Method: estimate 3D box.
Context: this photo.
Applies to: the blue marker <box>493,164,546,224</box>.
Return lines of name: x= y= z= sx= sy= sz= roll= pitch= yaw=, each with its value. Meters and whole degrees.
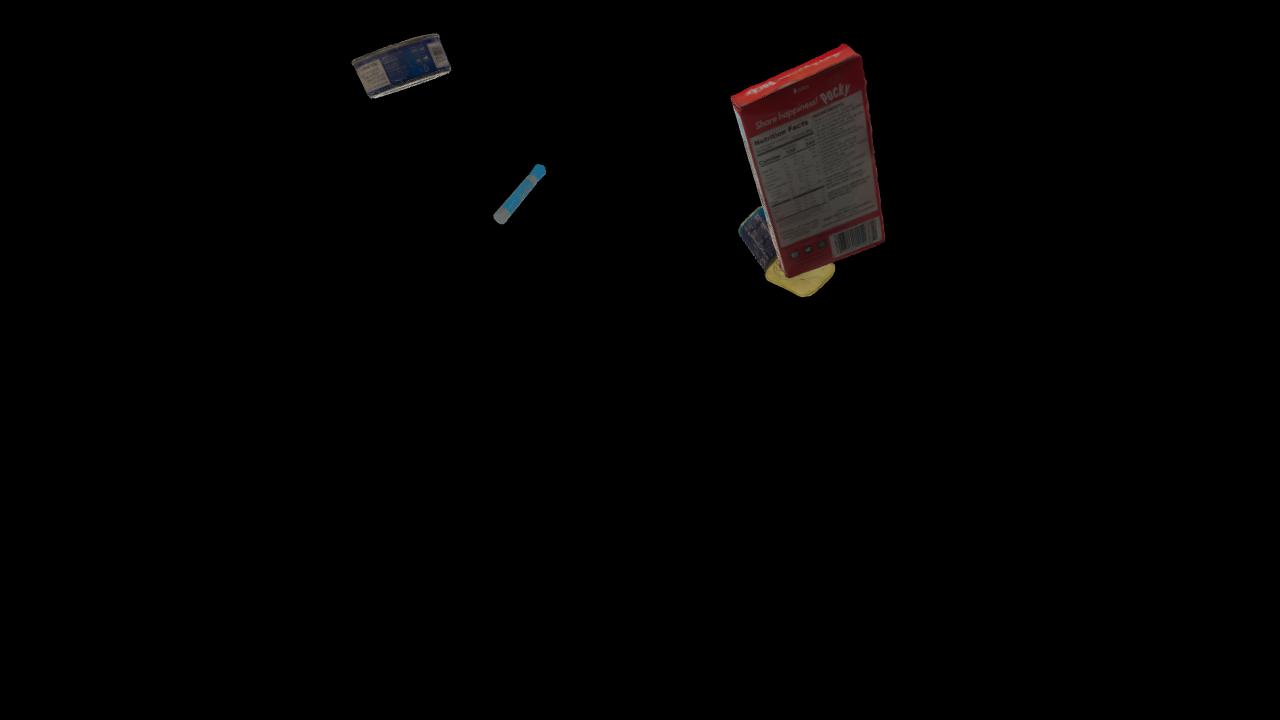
blue marker: x=-0.168 y=-0.238 z=0.870 sx=0.020 sy=0.121 sz=0.020 roll=21 pitch=-32 yaw=14

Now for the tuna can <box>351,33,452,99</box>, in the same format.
tuna can: x=-0.221 y=-0.275 z=0.577 sx=0.084 sy=0.034 sz=0.084 roll=-15 pitch=27 yaw=8

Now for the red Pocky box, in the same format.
red Pocky box: x=0.126 y=-0.135 z=0.445 sx=0.083 sy=0.028 sz=0.155 roll=-20 pitch=-46 yaw=11

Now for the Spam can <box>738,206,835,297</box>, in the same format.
Spam can: x=0.179 y=-0.135 z=0.760 sx=0.101 sy=0.085 sz=0.058 roll=17 pitch=-53 yaw=-41
